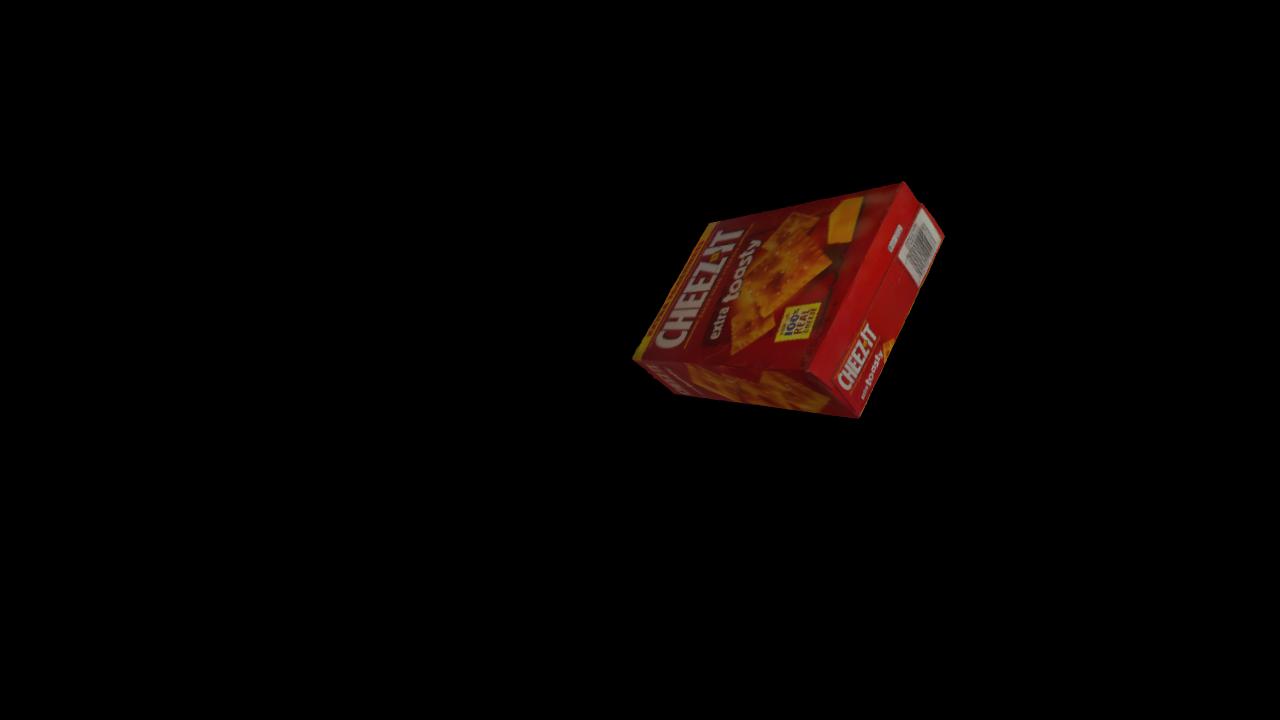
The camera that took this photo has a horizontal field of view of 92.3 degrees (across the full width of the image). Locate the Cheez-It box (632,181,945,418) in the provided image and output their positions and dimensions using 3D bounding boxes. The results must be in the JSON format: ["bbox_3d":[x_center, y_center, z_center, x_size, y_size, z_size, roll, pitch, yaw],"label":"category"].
[{"bbox_3d":[0.109,-0.048,0.512,0.071,0.166,0.223,39,-17,-27],"label":"Cheez-It box"}]
